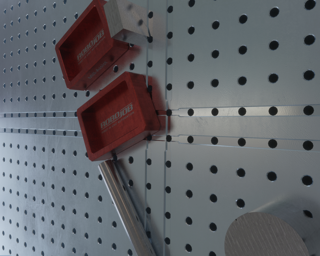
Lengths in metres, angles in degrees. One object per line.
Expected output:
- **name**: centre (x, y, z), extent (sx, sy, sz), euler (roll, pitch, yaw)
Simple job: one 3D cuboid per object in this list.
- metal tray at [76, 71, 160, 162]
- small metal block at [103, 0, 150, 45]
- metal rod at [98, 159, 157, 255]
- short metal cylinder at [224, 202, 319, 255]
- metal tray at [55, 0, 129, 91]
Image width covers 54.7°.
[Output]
- **metal tray**: centre (-0.067, -0.014, 0.460), extent (0.130, 0.030, 0.090), euler (-30, 72, 36)
- **small metal block**: centre (-0.046, -0.148, 0.431), extent (0.025, 0.050, 0.050), euler (-24, 75, 38)
- **metal rod**: centre (-0.017, 0.177, 0.423), extent (0.025, 0.025, 0.299), euler (-43, 64, 32)
- **short metal cylinder**: centre (0.111, 0.117, 0.301), extent (0.080, 0.050, 0.079), euler (0, 90, 40)
- **metal tray**: centre (-0.114, -0.131, 0.500), extent (0.130, 0.030, 0.090), euler (-33, 70, 35)
